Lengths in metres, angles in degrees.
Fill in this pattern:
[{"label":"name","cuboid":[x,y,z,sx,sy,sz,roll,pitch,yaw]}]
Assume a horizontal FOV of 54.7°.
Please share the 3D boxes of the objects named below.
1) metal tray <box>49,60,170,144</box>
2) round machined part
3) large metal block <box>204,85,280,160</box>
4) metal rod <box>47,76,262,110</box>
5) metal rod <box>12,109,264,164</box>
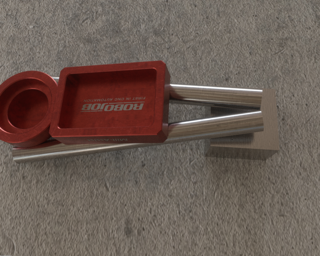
[{"label":"metal tray","cuboid":[-0.056,-0.029,0.361,0.131,0.030,0.090,-1,69,12]},{"label":"round machined part","cuboid":[-0.165,-0.021,0.400,0.098,0.042,0.098,-3,69,9]},{"label":"large metal block","cuboid":[0.101,-0.006,0.398,0.081,0.050,0.080,4,70,1]},{"label":"metal rod","cuboid":[-0.029,-0.047,0.392,0.301,0.025,0.025,6,70,15]},{"label":"metal rod","cuboid":[-0.034,0.012,0.370,0.301,0.025,0.025,-8,70,10]}]
